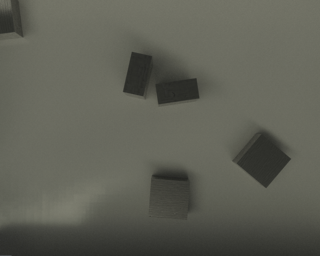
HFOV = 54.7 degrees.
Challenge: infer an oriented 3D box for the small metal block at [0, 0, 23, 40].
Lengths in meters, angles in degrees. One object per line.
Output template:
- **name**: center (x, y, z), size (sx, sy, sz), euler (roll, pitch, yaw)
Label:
- **small metal block**: center (-0.215, -0.145, 0.410), size (0.050, 0.025, 0.050), euler (-7, 90, 0)

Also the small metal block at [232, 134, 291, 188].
- **small metal block**: center (0.134, 0.043, 0.412), size (0.050, 0.025, 0.050), euler (40, 90, 0)

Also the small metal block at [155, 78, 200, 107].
- **small metal block**: center (0.021, -0.045, 0.399), size (0.050, 0.050, 0.025), euler (-8, 90, 0)

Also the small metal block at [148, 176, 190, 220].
- **small metal block**: center (0.012, 0.092, 0.411), size (0.050, 0.025, 0.050), euler (4, 90, 0)

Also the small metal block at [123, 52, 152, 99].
- **small metal block**: center (-0.027, -0.065, 0.398), size (0.025, 0.050, 0.050), euler (13, 90, 0)
